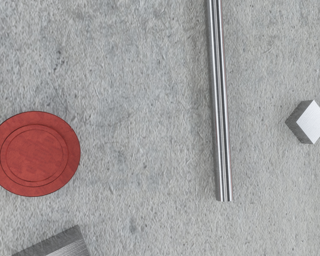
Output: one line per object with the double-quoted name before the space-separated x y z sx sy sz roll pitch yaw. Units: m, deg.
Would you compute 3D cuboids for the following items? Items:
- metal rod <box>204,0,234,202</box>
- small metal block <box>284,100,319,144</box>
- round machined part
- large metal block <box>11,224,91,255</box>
"metal rod" 0.083 -0.046 0.441 0.025 0.025 0.298 -4 92 -20
"small metal block" 0.238 -0.009 0.499 0.050 0.025 0.050 47 75 -15
"round machined part" -0.140 0.029 0.349 0.099 0.042 0.097 0 90 -21
"large metal block" -0.115 0.171 0.354 0.081 0.050 0.080 -22 98 -19
